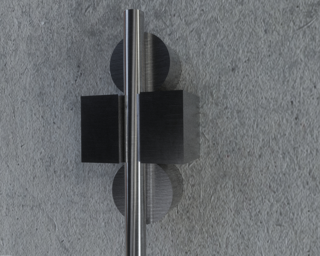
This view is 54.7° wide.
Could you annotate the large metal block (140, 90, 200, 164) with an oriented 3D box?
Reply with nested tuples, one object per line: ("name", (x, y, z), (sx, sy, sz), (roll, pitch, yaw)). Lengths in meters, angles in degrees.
("large metal block", (0.015, -0.001, 0.375), (0.050, 0.080, 0.080), (-1, 90, 20))

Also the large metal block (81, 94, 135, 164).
("large metal block", (-0.057, 0.001, 0.401), (0.050, 0.080, 0.080), (-1, 90, 20))

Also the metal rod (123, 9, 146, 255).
("metal rod", (-0.030, 0.012, 0.367), (0.025, 0.025, 0.298), (-1, 90, 20))

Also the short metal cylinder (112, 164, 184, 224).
("short metal cylinder", (-0.014, 0.078, 0.402), (0.080, 0.050, 0.080), (0, 89, 20))

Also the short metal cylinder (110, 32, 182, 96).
("short metal cylinder", (-0.017, -0.078, 0.403), (0.080, 0.050, 0.080), (0, 89, 20))
